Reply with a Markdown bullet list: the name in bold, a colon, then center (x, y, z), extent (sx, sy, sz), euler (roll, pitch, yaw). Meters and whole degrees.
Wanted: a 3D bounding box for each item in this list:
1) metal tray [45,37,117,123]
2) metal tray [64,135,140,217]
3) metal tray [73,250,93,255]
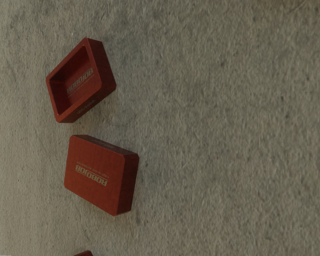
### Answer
- **metal tray**: center (-0.134, -0.074, 0.508), extent (0.130, 0.030, 0.090), euler (-31, 71, 35)
- **metal tray**: center (-0.094, 0.068, 0.477), extent (0.130, 0.030, 0.089), euler (16, 100, 38)
- **metal tray**: center (-0.114, 0.277, 0.493), extent (0.130, 0.030, 0.090), euler (51, 119, 27)
